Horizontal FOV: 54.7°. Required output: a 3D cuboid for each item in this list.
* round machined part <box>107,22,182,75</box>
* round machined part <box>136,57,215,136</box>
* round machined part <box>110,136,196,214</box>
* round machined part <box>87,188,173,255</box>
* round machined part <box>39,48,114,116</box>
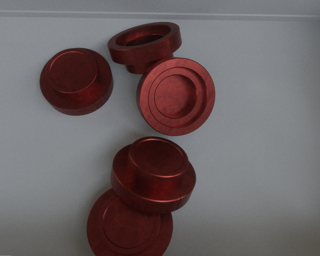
[{"bbox_3d":[-0.018,-0.107,0.423,0.098,0.042,0.098,-10,34,7],"label":"round machined part"},{"bbox_3d":[0.017,-0.042,0.399,0.099,0.042,0.097,-4,106,-15],"label":"round machined part"},{"bbox_3d":[-0.005,0.046,0.358,0.099,0.042,0.098,11,35,-7],"label":"round machined part"},{"bbox_3d":[-0.034,0.110,0.354,0.099,0.042,0.098,1,63,-2],"label":"round machined part"},{"bbox_3d":[-0.116,-0.070,0.425,0.099,0.042,0.098,0,70,-1],"label":"round machined part"}]
